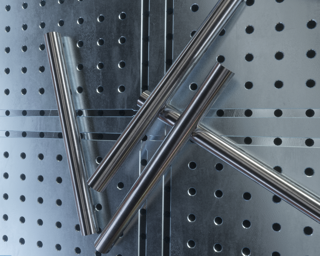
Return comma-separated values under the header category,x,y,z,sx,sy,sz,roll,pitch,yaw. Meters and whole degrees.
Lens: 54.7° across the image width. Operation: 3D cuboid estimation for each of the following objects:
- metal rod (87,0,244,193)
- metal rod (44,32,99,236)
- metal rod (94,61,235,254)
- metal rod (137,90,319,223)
category,x,y,z,sx,sy,sz,roll,pitch,yaw
metal rod,0.007,-0.047,0.385,0.025,0.025,0.299,37,92,16
metal rod,-0.131,0.005,0.457,0.025,0.025,0.298,-13,86,19
metal rod,-0.004,0.050,0.393,0.025,0.025,0.298,39,109,15
metal rod,0.097,0.039,0.377,0.300,0.025,0.025,33,101,16
